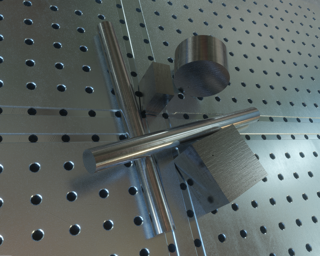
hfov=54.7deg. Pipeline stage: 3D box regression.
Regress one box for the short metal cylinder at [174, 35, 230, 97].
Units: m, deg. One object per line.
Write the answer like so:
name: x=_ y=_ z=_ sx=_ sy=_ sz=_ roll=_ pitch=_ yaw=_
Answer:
short metal cylinder: x=0.061 y=-0.090 z=0.461 sx=0.081 sy=0.080 sz=0.050 roll=16 pitch=55 yaw=-19

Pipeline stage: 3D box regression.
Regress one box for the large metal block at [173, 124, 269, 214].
large metal block: x=0.078 y=0.051 z=0.403 sx=0.081 sy=0.050 sz=0.080 roll=-22 pitch=74 yaw=-36

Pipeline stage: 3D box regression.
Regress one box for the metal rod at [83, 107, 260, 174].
metal rod: x=0.041 y=0.006 z=0.403 sx=0.302 sy=0.025 sz=0.025 roll=-14 pitch=69 yaw=-41

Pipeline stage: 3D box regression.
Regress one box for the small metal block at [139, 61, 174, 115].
small metal block: x=-0.006 y=-0.053 z=0.421 sx=0.025 sy=0.050 sz=0.050 roll=7 pitch=59 yaw=-25

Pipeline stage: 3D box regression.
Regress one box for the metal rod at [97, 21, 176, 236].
metal rod: x=-0.037 y=-0.016 z=0.397 sx=0.025 sy=0.025 sz=0.299 roll=-4 pitch=64 yaw=-30
